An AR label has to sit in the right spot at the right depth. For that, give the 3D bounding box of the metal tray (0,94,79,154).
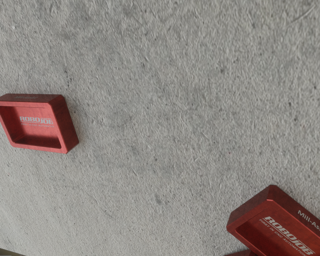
[{"bbox_3d":[-0.203,-0.009,0.504,0.130,0.030,0.089,4,120,26],"label":"metal tray"}]

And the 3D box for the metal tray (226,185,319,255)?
[{"bbox_3d":[0.165,0.144,0.404,0.130,0.030,0.089,39,129,1],"label":"metal tray"}]

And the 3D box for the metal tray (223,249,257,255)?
[{"bbox_3d":[0.156,0.237,0.455,0.130,0.030,0.090,40,142,0],"label":"metal tray"}]
